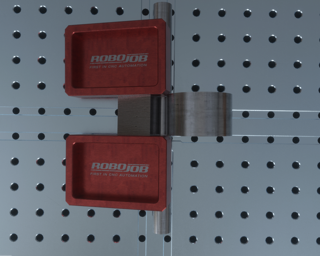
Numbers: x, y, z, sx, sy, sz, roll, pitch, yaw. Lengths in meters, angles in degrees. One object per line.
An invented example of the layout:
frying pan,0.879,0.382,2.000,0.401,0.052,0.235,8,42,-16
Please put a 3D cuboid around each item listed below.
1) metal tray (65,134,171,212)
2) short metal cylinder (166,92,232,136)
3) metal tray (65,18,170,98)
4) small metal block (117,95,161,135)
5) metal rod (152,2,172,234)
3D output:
metal tray,-0.053,0.054,0.393,0.131,0.030,0.089,1,90,12
short metal cylinder,0.048,-0.016,0.383,0.081,0.080,0.050,0,90,0
metal tray,-0.054,-0.085,0.393,0.131,0.030,0.089,0,90,12
small metal block,-0.027,-0.016,0.399,0.050,0.025,0.050,1,90,31
metal rod,0.003,-0.013,0.409,0.025,0.025,0.298,0,90,0
